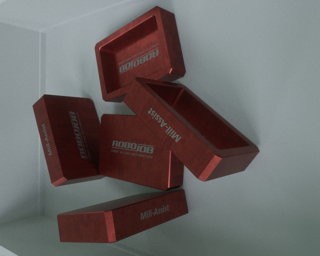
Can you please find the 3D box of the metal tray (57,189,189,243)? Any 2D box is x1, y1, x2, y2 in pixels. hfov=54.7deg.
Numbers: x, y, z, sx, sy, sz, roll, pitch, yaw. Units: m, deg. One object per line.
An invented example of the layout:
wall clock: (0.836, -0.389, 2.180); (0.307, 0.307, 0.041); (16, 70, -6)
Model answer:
metal tray: (-0.039, 0.101, 0.365); (0.090, 0.131, 0.030); (-16, 81, 38)

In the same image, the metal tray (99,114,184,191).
metal tray: (-0.028, 0.028, 0.421); (0.130, 0.030, 0.089); (5, 93, 39)

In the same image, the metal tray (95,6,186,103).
metal tray: (-0.032, -0.095, 0.426); (0.130, 0.030, 0.090); (-17, 79, 38)

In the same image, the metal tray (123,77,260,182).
metal tray: (0.033, -0.004, 0.333); (0.130, 0.091, 0.030); (45, 118, 30)

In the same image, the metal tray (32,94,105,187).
metal tray: (-0.129, 0.016, 0.466); (0.030, 0.091, 0.129); (-30, 72, 35)
